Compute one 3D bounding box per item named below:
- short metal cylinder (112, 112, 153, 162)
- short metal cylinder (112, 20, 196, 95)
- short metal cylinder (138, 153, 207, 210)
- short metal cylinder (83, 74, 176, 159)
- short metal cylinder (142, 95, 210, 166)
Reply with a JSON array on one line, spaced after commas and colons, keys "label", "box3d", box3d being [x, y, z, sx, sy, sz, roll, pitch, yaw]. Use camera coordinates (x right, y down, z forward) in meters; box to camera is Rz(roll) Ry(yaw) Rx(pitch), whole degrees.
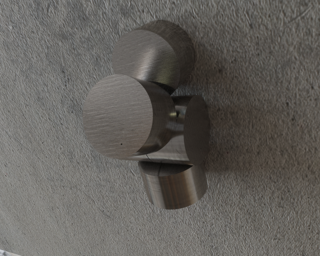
[{"label": "short metal cylinder", "box3d": [-0.025, 0.001, 0.386, 0.050, 0.080, 0.079, 1, 119, 27]}, {"label": "short metal cylinder", "box3d": [-0.006, -0.076, 0.348, 0.080, 0.050, 0.079, 13, 124, 20]}, {"label": "short metal cylinder", "box3d": [0.017, 0.059, 0.399, 0.080, 0.080, 0.050, 0, 118, 28]}, {"label": "short metal cylinder", "box3d": [-0.030, -0.011, 0.315, 0.080, 0.050, 0.079, 0, 90, 27]}, {"label": "short metal cylinder", "box3d": [0.021, 0.002, 0.361, 0.050, 0.080, 0.080, 1, 119, 28]}]
